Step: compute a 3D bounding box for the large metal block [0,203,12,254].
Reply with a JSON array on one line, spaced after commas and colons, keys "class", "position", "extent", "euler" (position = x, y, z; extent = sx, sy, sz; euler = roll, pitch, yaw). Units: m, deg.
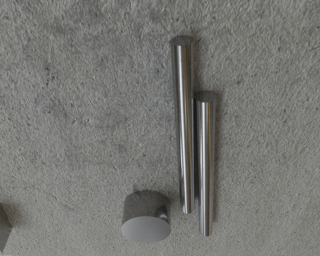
[{"class": "large metal block", "position": [-0.314, 0.172, 0.533], "extent": [0.081, 0.050, 0.079], "euler": [3, 130, -3]}]

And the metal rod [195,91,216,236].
[{"class": "metal rod", "position": [0.070, 0.075, 0.471], "extent": [0.025, 0.025, 0.298], "euler": [-5, 130, 3]}]

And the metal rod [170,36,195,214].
[{"class": "metal rod", "position": [0.035, 0.020, 0.425], "extent": [0.025, 0.025, 0.298], "euler": [-4, 130, 3]}]

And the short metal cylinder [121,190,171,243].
[{"class": "short metal cylinder", "position": [-0.022, 0.149, 0.518], "extent": [0.081, 0.050, 0.079], "euler": [0, 130, 0]}]
